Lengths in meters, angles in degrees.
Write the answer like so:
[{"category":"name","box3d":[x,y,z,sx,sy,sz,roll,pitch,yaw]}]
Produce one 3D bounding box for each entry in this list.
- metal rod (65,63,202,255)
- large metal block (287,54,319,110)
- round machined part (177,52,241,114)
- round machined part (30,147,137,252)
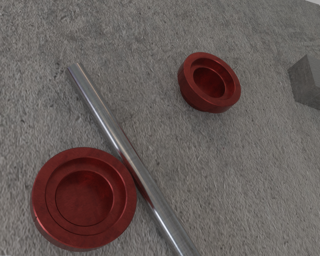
[{"category":"metal rod","box3d":[-0.028,0.049,0.358,0.025,0.025,0.299,-24,75,-36]},{"category":"large metal block","box3d":[0.305,-0.086,0.604,0.081,0.050,0.080,16,55,-19]},{"category":"round machined part","box3d":[0.069,-0.063,0.469,0.099,0.042,0.098,14,56,-21]},{"category":"round machined part","box3d":[-0.076,0.072,0.308,0.099,0.042,0.098,14,56,-21]}]
